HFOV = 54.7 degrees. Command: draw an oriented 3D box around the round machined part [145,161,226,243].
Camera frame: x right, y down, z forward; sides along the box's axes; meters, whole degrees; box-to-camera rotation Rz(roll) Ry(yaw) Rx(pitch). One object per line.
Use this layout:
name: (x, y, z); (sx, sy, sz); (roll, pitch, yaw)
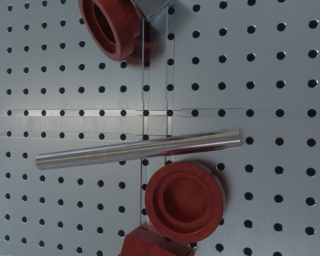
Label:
round machined part: (0.034, 0.090, 0.392); (0.098, 0.042, 0.097); (0, 90, 19)

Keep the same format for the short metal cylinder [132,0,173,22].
short metal cylinder: (-0.022, -0.181, 0.388); (0.050, 0.080, 0.080); (-41, 77, 6)

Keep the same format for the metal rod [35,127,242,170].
metal rod: (-0.042, 0.032, 0.427); (0.301, 0.025, 0.025); (-8, 87, 19)

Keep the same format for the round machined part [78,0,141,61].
round machined part: (-0.062, -0.141, 0.406); (0.042, 0.098, 0.098); (-35, 77, -19)

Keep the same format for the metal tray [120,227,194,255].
metal tray: (-0.017, 0.213, 0.416); (0.090, 0.030, 0.129); (18, 96, 19)
